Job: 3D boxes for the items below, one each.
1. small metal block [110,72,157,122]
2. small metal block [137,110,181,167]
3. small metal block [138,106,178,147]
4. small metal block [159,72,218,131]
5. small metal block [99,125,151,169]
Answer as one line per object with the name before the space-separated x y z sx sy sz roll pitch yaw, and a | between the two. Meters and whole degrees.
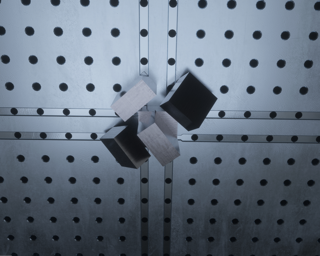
small metal block | -0.031 -0.040 0.385 0.050 0.050 0.025 -39 106 13
small metal block | -0.001 0.011 0.377 0.025 0.050 0.050 -35 107 11
small metal block | -0.003 -0.002 0.412 0.050 0.025 0.050 0 110 -2
small metal block | 0.036 -0.032 0.387 0.050 0.025 0.050 41 65 -13
small metal block | -0.046 0.025 0.406 0.025 0.050 0.050 -43 109 -25
